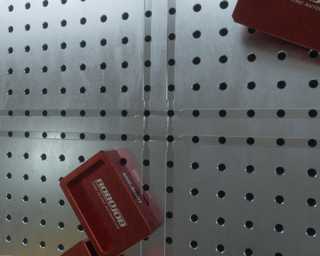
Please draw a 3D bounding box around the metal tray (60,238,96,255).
[{"bbox_3d":[-0.126,0.230,0.449,0.130,0.030,0.090,-38,72,17],"label":"metal tray"}]

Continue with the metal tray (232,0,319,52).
[{"bbox_3d":[0.154,-0.138,0.330,0.130,0.030,0.089,22,111,5],"label":"metal tray"}]

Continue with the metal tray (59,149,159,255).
[{"bbox_3d":[-0.073,0.106,0.436,0.090,0.030,0.130,-36,79,16],"label":"metal tray"}]

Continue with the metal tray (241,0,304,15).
[{"bbox_3d":[0.133,-0.206,0.362,0.090,0.030,0.129,-7,88,19],"label":"metal tray"}]
